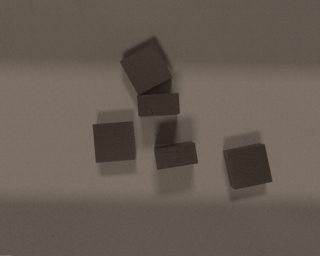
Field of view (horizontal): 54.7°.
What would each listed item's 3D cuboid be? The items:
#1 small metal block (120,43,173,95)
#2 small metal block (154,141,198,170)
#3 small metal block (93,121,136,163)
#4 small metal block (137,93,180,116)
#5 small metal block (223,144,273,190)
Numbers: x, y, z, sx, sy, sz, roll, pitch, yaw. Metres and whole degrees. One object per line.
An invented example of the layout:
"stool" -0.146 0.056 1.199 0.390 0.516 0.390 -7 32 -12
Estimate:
"small metal block" -0.018 -0.076 0.411 0.050 0.025 0.050 -29 90 -1
"small metal block" 0.019 0.034 0.399 0.050 0.050 0.025 -9 90 0
"small metal block" -0.060 0.018 0.411 0.050 0.025 0.050 -5 90 -1
"small metal block" -0.002 -0.029 0.399 0.050 0.050 0.025 -4 90 -1
"small metal block" 0.116 0.050 0.413 0.050 0.025 0.050 -12 90 -1
